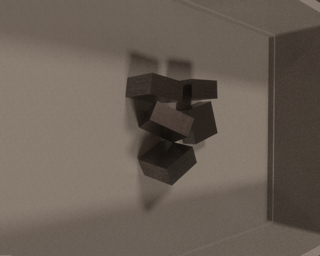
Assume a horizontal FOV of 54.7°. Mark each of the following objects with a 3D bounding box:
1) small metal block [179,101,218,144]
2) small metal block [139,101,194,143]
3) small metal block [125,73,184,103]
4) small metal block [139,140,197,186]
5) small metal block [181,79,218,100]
[{"bbox_3d":[0.055,-0.008,0.455,0.050,0.025,0.050,-23,105,-38],"label":"small metal block"},{"bbox_3d":[0.007,-0.006,0.388,0.050,0.050,0.025,25,73,-12],"label":"small metal block"},{"bbox_3d":[-0.007,-0.048,0.386,0.050,0.050,0.025,9,84,-40],"label":"small metal block"},{"bbox_3d":[0.010,0.043,0.399,0.050,0.050,0.025,-36,122,-34],"label":"small metal block"},{"bbox_3d":[0.043,-0.052,0.429,0.050,0.050,0.025,-4,93,-40],"label":"small metal block"}]
